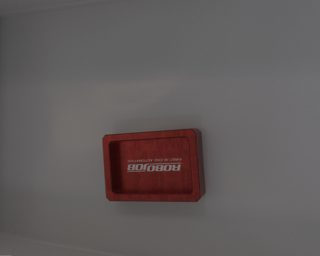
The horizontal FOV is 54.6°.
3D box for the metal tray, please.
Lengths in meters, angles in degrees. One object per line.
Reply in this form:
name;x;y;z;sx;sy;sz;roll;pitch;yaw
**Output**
metal tray;-0.010;0.049;0.411;0.130;0.030;0.090;-4;89;20
